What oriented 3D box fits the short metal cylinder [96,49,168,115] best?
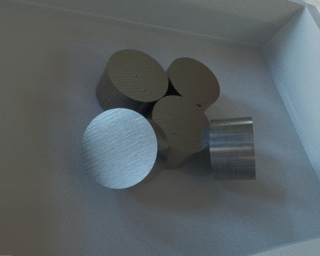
[{"bbox_3d":[-0.036,-0.054,0.401,0.081,0.050,0.080,14,56,-21],"label":"short metal cylinder"}]

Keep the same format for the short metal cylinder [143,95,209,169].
[{"bbox_3d":[0.017,0.006,0.393,0.081,0.050,0.080,14,56,-21],"label":"short metal cylinder"}]

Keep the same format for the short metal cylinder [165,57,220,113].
[{"bbox_3d":[0.038,-0.054,0.443,0.081,0.050,0.080,14,56,-21],"label":"short metal cylinder"}]

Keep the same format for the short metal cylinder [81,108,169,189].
[{"bbox_3d":[-0.035,0.022,0.330,0.080,0.080,0.050,59,8,13],"label":"short metal cylinder"}]

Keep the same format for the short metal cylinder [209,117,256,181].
[{"bbox_3d":[0.094,0.027,0.396,0.050,0.080,0.080,-4,55,15],"label":"short metal cylinder"}]
